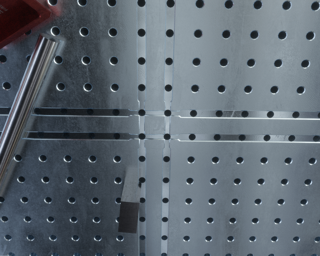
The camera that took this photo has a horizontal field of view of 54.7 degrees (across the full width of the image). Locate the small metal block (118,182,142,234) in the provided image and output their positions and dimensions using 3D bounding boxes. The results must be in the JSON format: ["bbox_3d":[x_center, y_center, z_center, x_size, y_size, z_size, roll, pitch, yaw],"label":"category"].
[{"bbox_3d":[-0.042,0.112,0.441,0.025,0.050,0.050,6,110,-3],"label":"small metal block"}]

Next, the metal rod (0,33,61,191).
[{"bbox_3d":[-0.201,0.016,0.416,0.025,0.025,0.298,26,108,-10],"label":"metal rod"}]

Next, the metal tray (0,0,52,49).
[{"bbox_3d":[-0.185,-0.130,0.308,0.090,0.130,0.030,-29,79,10],"label":"metal tray"}]
